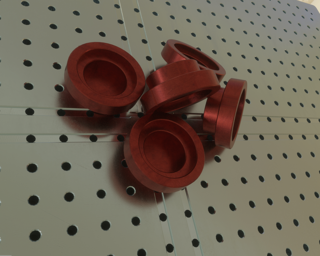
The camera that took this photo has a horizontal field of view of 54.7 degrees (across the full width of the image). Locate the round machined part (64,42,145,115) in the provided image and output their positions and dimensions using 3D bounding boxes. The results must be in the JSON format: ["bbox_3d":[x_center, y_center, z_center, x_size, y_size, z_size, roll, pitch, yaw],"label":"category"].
[{"bbox_3d":[-0.072,-0.058,0.395,0.099,0.042,0.098,14,56,-21],"label":"round machined part"}]

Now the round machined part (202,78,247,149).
[{"bbox_3d":[0.090,-0.022,0.436,0.042,0.097,0.098,13,49,19],"label":"round machined part"}]

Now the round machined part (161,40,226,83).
[{"bbox_3d":[0.045,-0.089,0.462,0.099,0.042,0.098,24,27,-13],"label":"round machined part"}]

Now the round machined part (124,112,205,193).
[{"bbox_3d":[0.002,0.033,0.380,0.099,0.042,0.098,13,56,-21],"label":"round machined part"}]

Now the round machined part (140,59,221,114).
[{"bbox_3d":[0.021,-0.051,0.384,0.099,0.098,0.042,-15,82,-35],"label":"round machined part"}]
